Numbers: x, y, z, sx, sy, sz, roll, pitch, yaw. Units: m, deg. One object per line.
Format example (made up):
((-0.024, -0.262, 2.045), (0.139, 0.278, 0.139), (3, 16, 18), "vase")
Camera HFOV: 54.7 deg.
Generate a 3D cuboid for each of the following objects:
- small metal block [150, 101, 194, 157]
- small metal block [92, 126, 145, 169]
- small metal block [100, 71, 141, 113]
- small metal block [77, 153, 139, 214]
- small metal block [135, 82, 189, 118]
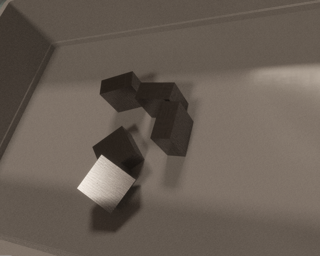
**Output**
((0.016, 0.002, 0.379), (0.025, 0.050, 0.050), (1, 63, 29), "small metal block")
((-0.056, 0.034, 0.413), (0.050, 0.025, 0.050), (-35, 51, 4), "small metal block")
((-0.050, -0.050, 0.445), (0.050, 0.050, 0.025), (-13, 57, 21), "small metal block")
((-0.062, 0.066, 0.376), (0.050, 0.025, 0.050), (36, 93, 4), "small metal block")
((0.003, -0.035, 0.409), (0.050, 0.050, 0.025), (5, 64, 30), "small metal block")
